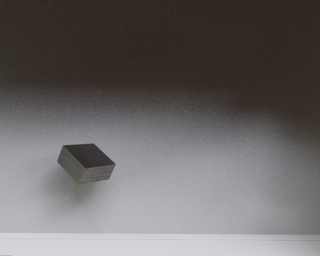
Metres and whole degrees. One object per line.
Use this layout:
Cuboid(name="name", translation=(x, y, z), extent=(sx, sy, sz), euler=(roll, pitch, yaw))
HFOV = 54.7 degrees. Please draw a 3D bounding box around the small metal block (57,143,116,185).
Cuboid(name="small metal block", translation=(-0.095, 0.045, 0.402), extent=(0.050, 0.050, 0.025), euler=(37, 111, 30))
